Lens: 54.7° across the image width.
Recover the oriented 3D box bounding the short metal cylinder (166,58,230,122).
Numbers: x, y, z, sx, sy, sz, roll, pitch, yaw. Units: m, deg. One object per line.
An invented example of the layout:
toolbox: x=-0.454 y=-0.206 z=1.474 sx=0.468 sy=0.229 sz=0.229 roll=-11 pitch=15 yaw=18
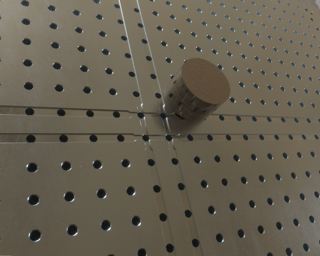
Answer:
short metal cylinder: x=0.056 y=-0.056 z=0.458 sx=0.081 sy=0.050 sz=0.080 roll=14 pitch=56 yaw=-21
